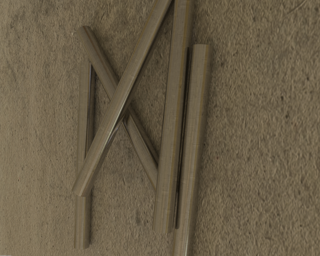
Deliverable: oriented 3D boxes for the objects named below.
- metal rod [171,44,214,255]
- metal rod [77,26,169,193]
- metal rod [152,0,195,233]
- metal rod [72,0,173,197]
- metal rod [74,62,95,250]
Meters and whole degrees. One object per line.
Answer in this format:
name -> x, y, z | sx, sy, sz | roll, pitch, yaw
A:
metal rod -> 0.036, 0.053, 0.373 | 0.025, 0.025, 0.298 | 9, 96, 39
metal rod -> -0.056, -0.035, 0.449 | 0.025, 0.025, 0.299 | -43, 65, 31
metal rod -> 0.018, -0.027, 0.373 | 0.025, 0.025, 0.298 | 4, 88, 39
metal rod -> -0.049, -0.043, 0.414 | 0.025, 0.025, 0.298 | 32, 101, 35
metal rod -> -0.122, 0.045, 0.502 | 0.025, 0.025, 0.298 | 4, 92, 39
